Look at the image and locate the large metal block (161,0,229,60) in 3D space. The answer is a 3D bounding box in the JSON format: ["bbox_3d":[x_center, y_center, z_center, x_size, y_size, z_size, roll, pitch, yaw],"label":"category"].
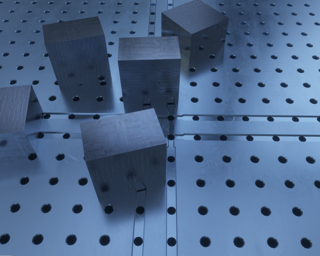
[{"bbox_3d":[0.059,-0.173,0.537,0.080,0.050,0.080,-29,56,-22],"label":"large metal block"}]

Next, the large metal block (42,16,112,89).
[{"bbox_3d":[-0.122,-0.113,0.466,0.081,0.080,0.050,-14,52,-11],"label":"large metal block"}]

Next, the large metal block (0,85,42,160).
[{"bbox_3d":[-0.202,-0.006,0.396,0.080,0.050,0.080,-7,50,-6],"label":"large metal block"}]

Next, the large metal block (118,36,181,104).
[{"bbox_3d":[-0.014,-0.081,0.440,0.080,0.080,0.050,-2,50,-2],"label":"large metal block"}]

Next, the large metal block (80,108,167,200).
[{"bbox_3d":[-0.039,0.030,0.346,0.081,0.080,0.050,-12,51,-10],"label":"large metal block"}]
